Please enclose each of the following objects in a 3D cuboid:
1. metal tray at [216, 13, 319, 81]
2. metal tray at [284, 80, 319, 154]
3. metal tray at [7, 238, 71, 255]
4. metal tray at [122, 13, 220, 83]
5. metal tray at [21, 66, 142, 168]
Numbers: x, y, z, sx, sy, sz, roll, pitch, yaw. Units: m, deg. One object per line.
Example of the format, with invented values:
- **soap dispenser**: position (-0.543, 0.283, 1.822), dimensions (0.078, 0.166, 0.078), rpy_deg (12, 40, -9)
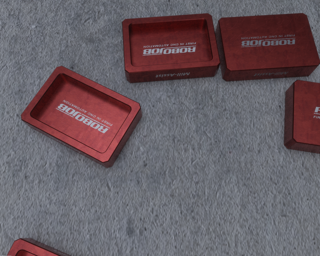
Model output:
- **metal tray**: position (0.153, -0.118, 0.449), dimensions (0.131, 0.030, 0.090), rpy_deg (-4, 70, -2)
- **metal tray**: position (0.237, -0.009, 0.410), dimensions (0.131, 0.030, 0.090), rpy_deg (9, 70, 3)
- **metal tray**: position (-0.115, 0.187, 0.336), dimensions (0.131, 0.030, 0.090), rpy_deg (20, 71, 7)
- **metal tray**: position (0.014, -0.116, 0.447), dimensions (0.131, 0.030, 0.090), rpy_deg (-5, 70, -2)
- **metal tray**: position (-0.101, -0.016, 0.410), dimensions (0.130, 0.030, 0.090), rpy_deg (26, 72, 9)
